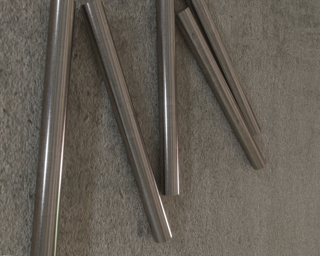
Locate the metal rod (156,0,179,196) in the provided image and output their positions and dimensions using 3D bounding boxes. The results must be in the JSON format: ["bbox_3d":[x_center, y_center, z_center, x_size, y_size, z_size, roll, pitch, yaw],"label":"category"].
[{"bbox_3d":[0.010,-0.061,0.412,0.025,0.025,0.298,-3,92,-40],"label":"metal rod"}]

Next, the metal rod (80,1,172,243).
[{"bbox_3d":[-0.036,0.004,0.374,0.025,0.025,0.298,-26,106,-37],"label":"metal rod"}]

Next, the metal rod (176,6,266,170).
[{"bbox_3d":[0.103,-0.048,0.490,0.025,0.025,0.299,-48,119,-29],"label":"metal rod"}]

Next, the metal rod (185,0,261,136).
[{"bbox_3d":[0.094,-0.111,0.482,0.025,0.025,0.299,-45,117,-30],"label":"metal rod"}]

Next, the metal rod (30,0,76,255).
[{"bbox_3d":[-0.109,0.017,0.313,0.025,0.025,0.298,6,86,-40],"label":"metal rod"}]
